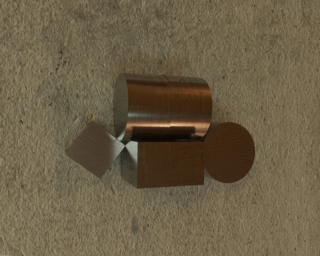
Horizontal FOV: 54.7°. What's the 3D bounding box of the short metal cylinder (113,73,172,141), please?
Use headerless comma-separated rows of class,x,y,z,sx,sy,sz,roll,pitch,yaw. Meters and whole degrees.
short metal cylinder,-0.023,-0.025,0.373,0.050,0.080,0.079,1,90,-20

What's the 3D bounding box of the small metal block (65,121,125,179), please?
small metal block,-0.080,0.026,0.381,0.050,0.025,0.050,40,77,-16

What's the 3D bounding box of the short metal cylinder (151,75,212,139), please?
short metal cylinder,0.024,-0.025,0.390,0.050,0.080,0.079,1,90,-20

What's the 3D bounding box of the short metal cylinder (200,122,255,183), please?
short metal cylinder,0.082,0.032,0.427,0.081,0.050,0.079,0,90,-20

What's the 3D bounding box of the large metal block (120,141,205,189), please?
large metal block,0.000,0.040,0.382,0.081,0.080,0.050,1,90,-20
